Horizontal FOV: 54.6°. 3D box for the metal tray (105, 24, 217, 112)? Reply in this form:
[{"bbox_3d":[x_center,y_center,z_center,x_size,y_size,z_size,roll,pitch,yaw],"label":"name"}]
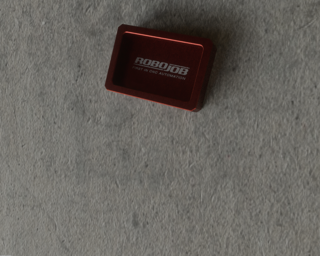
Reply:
[{"bbox_3d":[-0.001,-0.079,0.406,0.130,0.030,0.090,16,95,19],"label":"metal tray"}]
